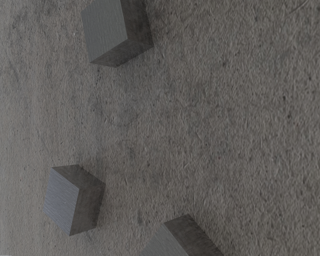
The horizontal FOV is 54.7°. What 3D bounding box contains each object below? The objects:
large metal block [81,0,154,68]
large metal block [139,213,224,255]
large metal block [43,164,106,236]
[{"bbox_3d":[-0.062,-0.141,0.440,0.080,0.050,0.080,-19,78,38],"label":"large metal block"},{"bbox_3d":[0.025,0.164,0.368,0.080,0.050,0.080,46,118,30],"label":"large metal block"},{"bbox_3d":[-0.141,0.114,0.506,0.080,0.050,0.079,24,105,37],"label":"large metal block"}]
